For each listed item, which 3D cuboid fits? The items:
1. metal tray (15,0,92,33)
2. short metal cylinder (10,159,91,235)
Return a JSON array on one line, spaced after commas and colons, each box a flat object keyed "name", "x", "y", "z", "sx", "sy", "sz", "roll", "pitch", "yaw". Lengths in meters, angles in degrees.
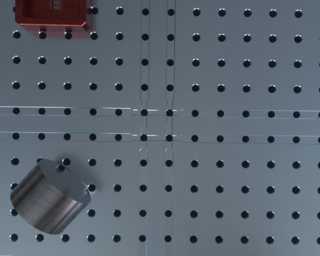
[{"name": "metal tray", "x": -0.138, "y": -0.196, "z": 0.409, "sx": 0.091, "sy": 0.030, "sz": 0.129, "roll": 1, "pitch": 90, "yaw": 0}, {"name": "short metal cylinder", "x": -0.134, "y": 0.084, "z": 0.385, "sx": 0.080, "sy": 0.080, "sz": 0.050, "roll": 42, "pitch": 90, "yaw": 0}]
